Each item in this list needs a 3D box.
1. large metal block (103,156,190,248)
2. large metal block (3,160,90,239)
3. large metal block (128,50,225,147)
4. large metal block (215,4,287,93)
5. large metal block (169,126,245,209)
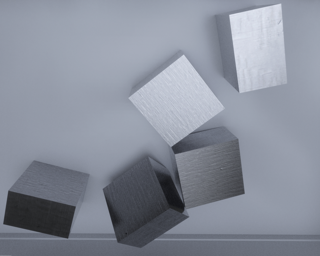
[{"bbox_3d":[-0.021,0.099,0.411,0.080,0.080,0.050,-36,140,12],"label":"large metal block"},{"bbox_3d":[-0.147,0.093,0.414,0.080,0.080,0.050,15,109,-6],"label":"large metal block"},{"bbox_3d":[0.020,-0.037,0.385,0.080,0.050,0.080,-37,107,12],"label":"large metal block"},{"bbox_3d":[0.100,-0.092,0.350,0.050,0.080,0.079,-12,110,4],"label":"large metal block"},{"bbox_3d":[0.061,0.051,0.412,0.081,0.050,0.079,-14,110,-5],"label":"large metal block"}]
